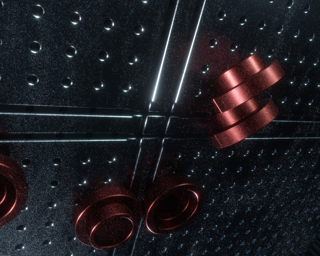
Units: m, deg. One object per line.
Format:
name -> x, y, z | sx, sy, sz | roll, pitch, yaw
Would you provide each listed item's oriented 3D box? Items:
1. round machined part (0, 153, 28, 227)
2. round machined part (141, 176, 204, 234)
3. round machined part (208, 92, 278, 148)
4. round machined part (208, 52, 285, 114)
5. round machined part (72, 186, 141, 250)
round machined part -> -0.197, 0.064, 0.332 | 0.099, 0.042, 0.097 | -14, 125, -21
round machined part -> 0.015, 0.113, 0.480 | 0.099, 0.042, 0.097 | -15, 125, -22
round machined part -> 0.107, -0.016, 0.427 | 0.098, 0.098, 0.042 | -33, 94, -7
round machined part -> 0.104, -0.061, 0.397 | 0.098, 0.098, 0.042 | -33, 94, -7
round machined part -> -0.073, 0.136, 0.446 | 0.099, 0.042, 0.097 | -14, 125, -21
